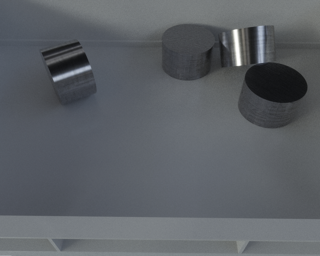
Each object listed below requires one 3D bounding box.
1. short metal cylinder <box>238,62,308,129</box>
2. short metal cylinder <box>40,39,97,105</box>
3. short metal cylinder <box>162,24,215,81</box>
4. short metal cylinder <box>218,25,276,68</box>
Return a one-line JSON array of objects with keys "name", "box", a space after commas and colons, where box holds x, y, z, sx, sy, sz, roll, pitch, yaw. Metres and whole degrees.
[{"name": "short metal cylinder", "box": [0.153, -0.046, 0.428, 0.080, 0.050, 0.080, 0, 50, 0]}, {"name": "short metal cylinder", "box": [-0.128, -0.078, 0.434, 0.050, 0.080, 0.080, -23, 54, -18]}, {"name": "short metal cylinder", "box": [0.043, -0.120, 0.490, 0.080, 0.050, 0.080, 0, 50, 0]}, {"name": "short metal cylinder", "box": [0.131, -0.121, 0.465, 0.080, 0.050, 0.080, -7, 10, 1]}]
